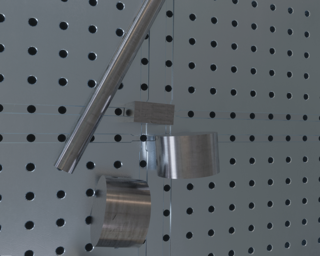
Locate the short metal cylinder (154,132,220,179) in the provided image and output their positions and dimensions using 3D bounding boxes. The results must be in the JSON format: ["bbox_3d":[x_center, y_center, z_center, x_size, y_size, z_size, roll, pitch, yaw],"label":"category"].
[{"bbox_3d":[0.034,0.032,0.396,0.081,0.080,0.050,-4,92,-20],"label":"short metal cylinder"}]

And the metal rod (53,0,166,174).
[{"bbox_3d":[-0.050,-0.083,0.394,0.025,0.025,0.299,30,80,-18],"label":"metal rod"}]

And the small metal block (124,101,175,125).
[{"bbox_3d":[-0.015,-0.018,0.394,0.050,0.050,0.025,4,89,-20],"label":"small metal block"}]

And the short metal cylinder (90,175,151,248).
[{"bbox_3d":[-0.048,0.099,0.366,0.050,0.080,0.080,11,87,-20],"label":"short metal cylinder"}]
